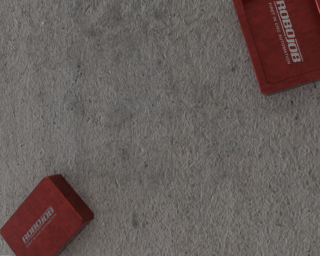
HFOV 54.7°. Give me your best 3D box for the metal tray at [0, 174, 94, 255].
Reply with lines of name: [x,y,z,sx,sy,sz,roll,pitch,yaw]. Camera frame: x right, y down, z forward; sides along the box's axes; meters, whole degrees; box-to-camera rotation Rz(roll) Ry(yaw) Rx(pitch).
metal tray: [-0.172,0.145,0.467,0.090,0.030,0.130,46,104,14]

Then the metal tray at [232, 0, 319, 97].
metal tray: [0.144,-0.111,0.355,0.090,0.030,0.129,-17,84,19]
